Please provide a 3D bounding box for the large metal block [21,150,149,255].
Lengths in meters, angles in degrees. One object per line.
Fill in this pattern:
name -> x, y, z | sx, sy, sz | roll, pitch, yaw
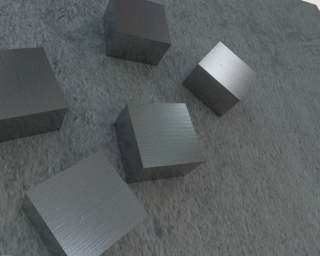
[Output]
large metal block -> -0.073, 0.081, 0.300 | 0.081, 0.050, 0.080 | -31, 79, -38

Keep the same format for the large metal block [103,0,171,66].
large metal block -> -0.036, -0.146, 0.459 | 0.081, 0.050, 0.080 | 6, 59, -26

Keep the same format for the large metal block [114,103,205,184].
large metal block -> -0.003, 0.017, 0.377 | 0.081, 0.050, 0.080 | -2, 63, -30

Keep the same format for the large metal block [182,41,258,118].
large metal block -> 0.095, -0.077, 0.488 | 0.080, 0.050, 0.080 | 41, 51, 0

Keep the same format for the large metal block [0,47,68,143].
large metal block -> -0.154, -0.035, 0.326 | 0.081, 0.050, 0.080 | -15, 70, -34
